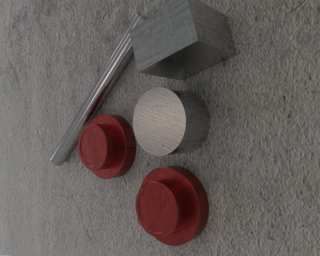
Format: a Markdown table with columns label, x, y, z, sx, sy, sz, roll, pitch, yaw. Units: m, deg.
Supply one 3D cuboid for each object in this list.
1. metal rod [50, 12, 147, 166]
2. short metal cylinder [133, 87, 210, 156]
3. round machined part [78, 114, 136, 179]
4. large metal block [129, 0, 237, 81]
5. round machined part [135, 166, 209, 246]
| label | x | y | z | sx | sy | sz | roll | pitch | yaw |
| --- | --- | --- | --- | --- | --- | --- | --- | --- | --- |
| metal rod | -0.103 | -0.046 | 0.489 | 0.298 | 0.025 | 0.025 | -52 | 60 | 27 |
| short metal cylinder | 0.013 | -0.007 | 0.378 | 0.080 | 0.050 | 0.079 | 0 | 90 | 40 |
| round machined part | -0.086 | 0.028 | 0.465 | 0.098 | 0.042 | 0.097 | 0 | 90 | 40 |
| large metal block | 0.027 | -0.095 | 0.347 | 0.080 | 0.081 | 0.050 | -20 | 78 | 38 |
| round machined part | 0.008 | 0.098 | 0.388 | 0.098 | 0.042 | 0.097 | 0 | 90 | 40 |
